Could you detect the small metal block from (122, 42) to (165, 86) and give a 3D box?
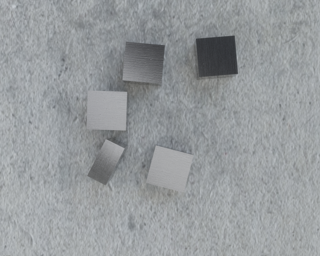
[{"bbox_3d":[-0.021,-0.084,0.410,0.050,0.025,0.050,5,90,-1],"label":"small metal block"}]

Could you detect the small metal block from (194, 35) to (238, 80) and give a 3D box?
[{"bbox_3d":[0.073,-0.092,0.411,0.050,0.025,0.050,-5,90,-1],"label":"small metal block"}]

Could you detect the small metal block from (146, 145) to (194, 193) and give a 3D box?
[{"bbox_3d":[0.013,0.053,0.410,0.050,0.025,0.050,15,90,-1],"label":"small metal block"}]

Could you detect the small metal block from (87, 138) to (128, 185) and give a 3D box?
[{"bbox_3d":[-0.065,0.041,0.397,0.025,0.050,0.050,27,90,0],"label":"small metal block"}]

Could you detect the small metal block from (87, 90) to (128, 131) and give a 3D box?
[{"bbox_3d":[-0.068,-0.022,0.409,0.050,0.025,0.050,2,90,-1],"label":"small metal block"}]
